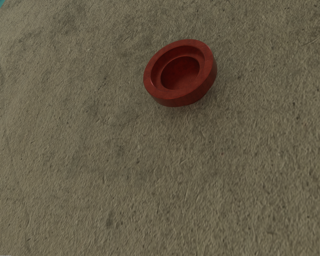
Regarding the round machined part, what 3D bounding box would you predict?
[{"bbox_3d":[0.030,-0.069,0.420,0.098,0.042,0.098,-13,56,21],"label":"round machined part"}]
